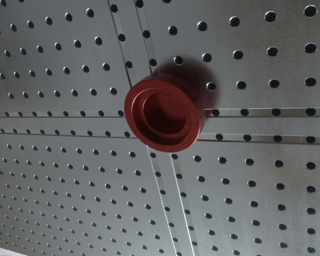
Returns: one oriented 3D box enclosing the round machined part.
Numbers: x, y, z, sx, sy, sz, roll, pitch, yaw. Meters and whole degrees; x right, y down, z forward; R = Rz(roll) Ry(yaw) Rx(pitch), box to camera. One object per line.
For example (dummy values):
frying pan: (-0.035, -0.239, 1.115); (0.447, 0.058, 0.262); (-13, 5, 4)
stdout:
round machined part: (0.009, -0.021, 0.381); (0.098, 0.042, 0.097); (13, 124, 20)
